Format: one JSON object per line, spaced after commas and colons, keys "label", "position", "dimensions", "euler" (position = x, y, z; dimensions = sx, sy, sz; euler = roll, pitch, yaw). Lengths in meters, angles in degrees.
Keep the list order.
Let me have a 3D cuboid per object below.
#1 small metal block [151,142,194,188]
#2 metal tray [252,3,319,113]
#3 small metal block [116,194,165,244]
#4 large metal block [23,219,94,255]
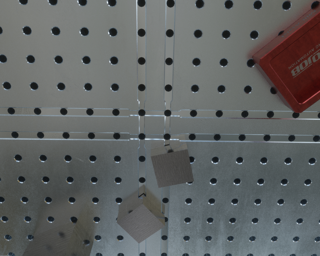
{"label": "small metal block", "position": [0.017, 0.052, 0.433], "dimensions": [0.050, 0.025, 0.050], "euler": [-11, 110, 3]}
{"label": "metal tray", "position": [0.194, -0.092, 0.379], "dimensions": [0.130, 0.030, 0.090], "euler": [-39, 106, 12]}
{"label": "small metal block", "position": [-0.028, 0.136, 0.463], "dimensions": [0.050, 0.025, 0.050], "euler": [-38, 106, 12]}
{"label": "large metal block", "position": [-0.153, 0.191, 0.452], "dimensions": [0.080, 0.080, 0.050], "euler": [-23, 109, 8]}
